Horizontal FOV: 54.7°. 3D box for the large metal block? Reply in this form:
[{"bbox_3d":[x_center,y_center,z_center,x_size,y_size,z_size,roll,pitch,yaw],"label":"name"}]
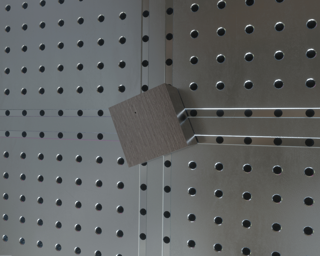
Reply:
[{"bbox_3d":[-0.008,-0.002,0.398,0.080,0.050,0.080,-22,83,18],"label":"large metal block"}]
